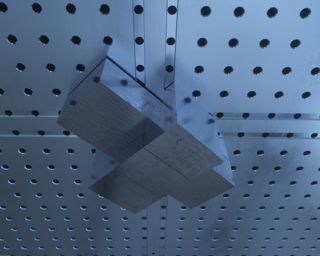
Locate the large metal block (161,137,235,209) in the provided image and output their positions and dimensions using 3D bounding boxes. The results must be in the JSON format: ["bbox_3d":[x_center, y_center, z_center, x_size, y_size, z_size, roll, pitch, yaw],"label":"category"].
[{"bbox_3d":[0.049,0.064,0.451,0.080,0.050,0.080,-36,122,27],"label":"large metal block"}]

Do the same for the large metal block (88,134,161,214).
[{"bbox_3d":[-0.045,0.058,0.425,0.050,0.080,0.080,-37,122,26],"label":"large metal block"}]

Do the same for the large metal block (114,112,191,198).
[{"bbox_3d":[-0.009,0.031,0.402,0.050,0.080,0.080,-37,122,26],"label":"large metal block"}]

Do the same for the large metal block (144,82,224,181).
[{"bbox_3d":[0.028,0.004,0.380,0.050,0.080,0.080,-37,122,26],"label":"large metal block"}]

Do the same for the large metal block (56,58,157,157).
[{"bbox_3d":[-0.061,-0.022,0.372,0.080,0.050,0.080,-37,122,28],"label":"large metal block"}]
